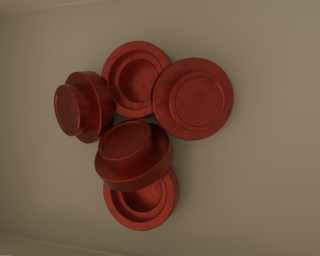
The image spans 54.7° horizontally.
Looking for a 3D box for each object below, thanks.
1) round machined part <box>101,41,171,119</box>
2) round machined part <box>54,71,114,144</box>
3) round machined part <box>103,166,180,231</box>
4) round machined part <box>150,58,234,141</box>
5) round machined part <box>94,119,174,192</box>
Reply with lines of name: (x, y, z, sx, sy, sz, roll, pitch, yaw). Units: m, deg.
round machined part: (-0.024, -0.061, 0.407, 0.098, 0.042, 0.097, 0, 90, 20)
round machined part: (-0.107, -0.026, 0.414, 0.098, 0.042, 0.097, 17, 113, 44)
round machined part: (-0.021, 0.080, 0.406, 0.098, 0.042, 0.097, 0, 90, 20)
round machined part: (0.040, -0.033, 0.361, 0.099, 0.042, 0.097, -2, 101, -10)
round machined part: (-0.036, 0.026, 0.382, 0.098, 0.098, 0.042, -7, 132, 20)
